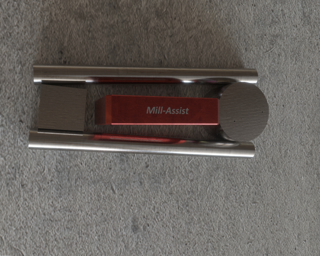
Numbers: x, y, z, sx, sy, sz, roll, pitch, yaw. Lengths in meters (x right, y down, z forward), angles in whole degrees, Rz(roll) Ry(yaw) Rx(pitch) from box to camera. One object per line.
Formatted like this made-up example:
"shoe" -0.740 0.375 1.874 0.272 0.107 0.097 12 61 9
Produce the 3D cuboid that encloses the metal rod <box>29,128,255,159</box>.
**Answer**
"metal rod" -0.008 0.023 0.407 0.302 0.025 0.025 4 89 -20

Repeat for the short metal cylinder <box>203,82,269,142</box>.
"short metal cylinder" 0.103 -0.022 0.434 0.081 0.050 0.079 0 90 -20

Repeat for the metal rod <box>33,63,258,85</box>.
"metal rod" -0.004 -0.069 0.409 0.303 0.025 0.025 -3 91 -20

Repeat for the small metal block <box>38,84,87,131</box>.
"small metal block" -0.116 -0.023 0.368 0.050 0.025 0.050 5 89 -20

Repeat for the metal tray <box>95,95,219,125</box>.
"metal tray" -0.007 -0.019 0.372 0.131 0.090 0.030 0 90 -20
